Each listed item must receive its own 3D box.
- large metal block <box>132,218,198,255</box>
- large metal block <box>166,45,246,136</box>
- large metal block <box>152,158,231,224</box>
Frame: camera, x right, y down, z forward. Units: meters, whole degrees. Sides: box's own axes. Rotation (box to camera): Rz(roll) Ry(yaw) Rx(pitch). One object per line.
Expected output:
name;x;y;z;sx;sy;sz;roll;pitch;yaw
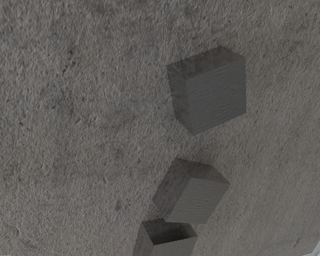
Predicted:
large metal block;0.007;0.198;0.517;0.081;0.050;0.079;0;119;-29
large metal block;0.061;-0.048;0.394;0.081;0.050;0.080;-23;127;-15
large metal block;0.047;0.099;0.477;0.081;0.050;0.080;15;110;-35
